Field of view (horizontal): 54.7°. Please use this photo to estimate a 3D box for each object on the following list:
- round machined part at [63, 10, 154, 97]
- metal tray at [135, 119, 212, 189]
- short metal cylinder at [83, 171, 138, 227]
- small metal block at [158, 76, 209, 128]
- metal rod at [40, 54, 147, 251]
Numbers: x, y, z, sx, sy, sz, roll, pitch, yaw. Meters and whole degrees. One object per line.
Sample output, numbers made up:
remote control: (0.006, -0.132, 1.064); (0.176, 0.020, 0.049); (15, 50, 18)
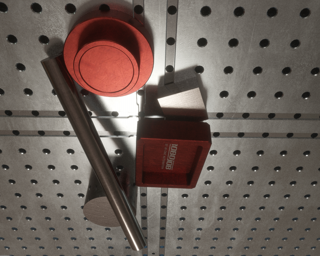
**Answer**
round machined part: (-0.056, -0.073, 0.338); (0.099, 0.042, 0.097); (-1, 130, 0)
metal tray: (0.013, 0.040, 0.424); (0.091, 0.030, 0.129); (3, 144, -3)
short metal cylinder: (-0.076, 0.113, 0.490); (0.081, 0.050, 0.079); (-1, 130, 0)
small metal block: (0.029, -0.031, 0.386); (0.050, 0.025, 0.050); (-15, 129, 11)
metal rod: (-0.077, 0.049, 0.408); (0.025, 0.025, 0.298); (-14, 116, 11)
